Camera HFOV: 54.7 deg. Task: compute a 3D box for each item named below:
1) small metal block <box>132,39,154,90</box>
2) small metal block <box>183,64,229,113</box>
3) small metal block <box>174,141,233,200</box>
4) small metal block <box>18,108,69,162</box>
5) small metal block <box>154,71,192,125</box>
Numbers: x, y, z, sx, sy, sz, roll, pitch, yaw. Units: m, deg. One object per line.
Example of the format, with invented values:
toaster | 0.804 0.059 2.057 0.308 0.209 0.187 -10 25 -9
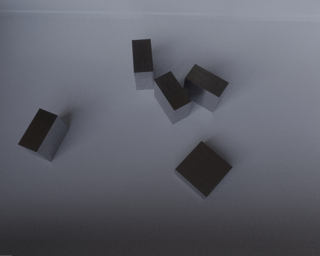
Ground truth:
small metal block | -0.023 -0.086 0.428 0.025 0.050 0.050 -5 70 -2
small metal block | 0.060 -0.052 0.416 0.050 0.050 0.025 32 73 10
small metal block | 0.054 0.053 0.391 0.050 0.025 0.050 41 75 13
small metal block | -0.145 0.010 0.391 0.025 0.050 0.050 22 71 7
small metal block | 0.016 -0.039 0.411 0.025 0.050 0.050 -29 73 -10
